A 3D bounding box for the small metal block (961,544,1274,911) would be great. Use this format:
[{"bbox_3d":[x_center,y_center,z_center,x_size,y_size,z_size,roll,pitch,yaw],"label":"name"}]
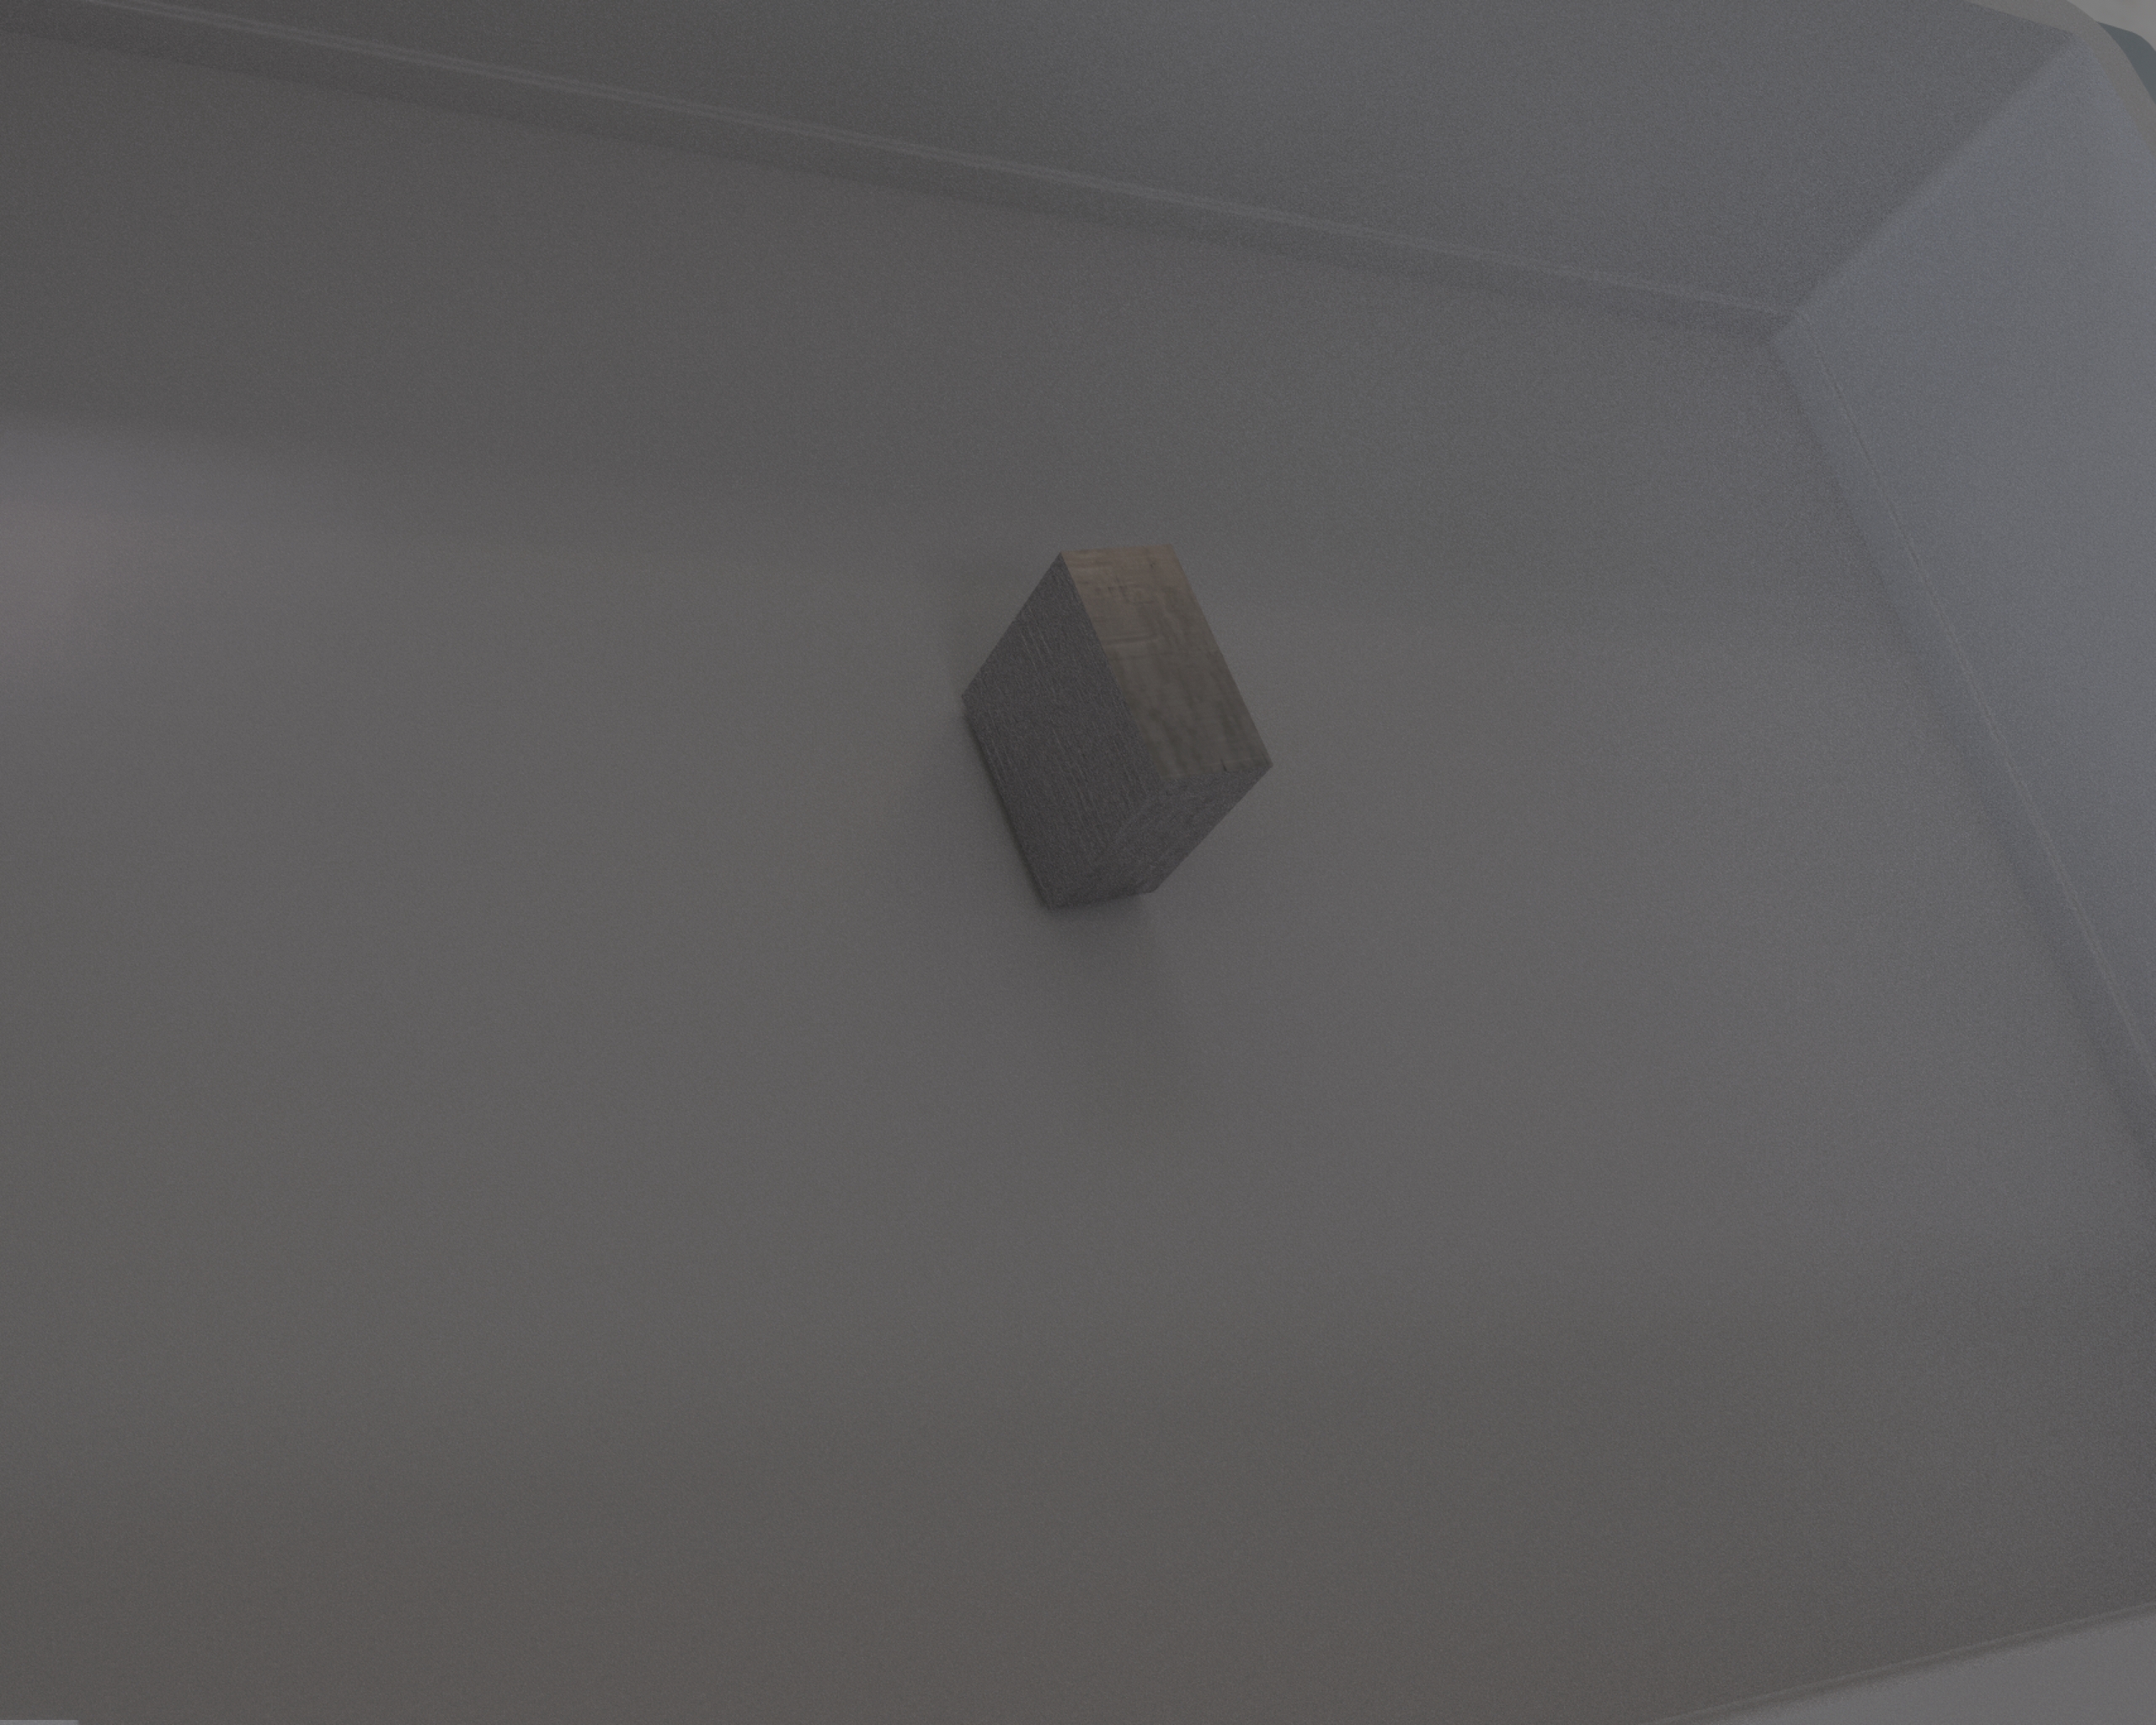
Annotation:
[{"bbox_3d":[0.006,-0.026,0.404,0.025,0.050,0.050,-9,66,-32],"label":"small metal block"}]
